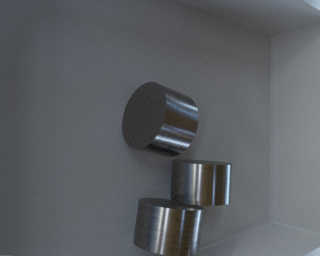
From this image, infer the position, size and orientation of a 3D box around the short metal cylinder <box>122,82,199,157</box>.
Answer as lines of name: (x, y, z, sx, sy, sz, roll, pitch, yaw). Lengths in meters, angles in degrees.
short metal cylinder: (-0.001, -0.009, 0.370, 0.050, 0.080, 0.080, 18, 79, -39)

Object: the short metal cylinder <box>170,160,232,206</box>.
short metal cylinder: (0.055, 0.071, 0.417, 0.081, 0.080, 0.050, 5, 87, -40)

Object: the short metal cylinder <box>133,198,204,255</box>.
short metal cylinder: (0.011, 0.118, 0.380, 0.081, 0.080, 0.050, 13, 82, -39)
